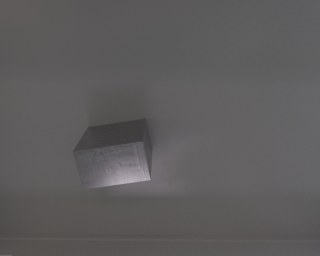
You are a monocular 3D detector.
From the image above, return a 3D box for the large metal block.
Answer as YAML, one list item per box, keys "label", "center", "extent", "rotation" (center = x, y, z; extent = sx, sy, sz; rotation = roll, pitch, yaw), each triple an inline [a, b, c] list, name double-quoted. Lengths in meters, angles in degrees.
- label: "large metal block"
  center: [-0.055, 0.030, 0.392]
  extent: [0.080, 0.080, 0.050]
  rotation: [-9, 110, 3]
